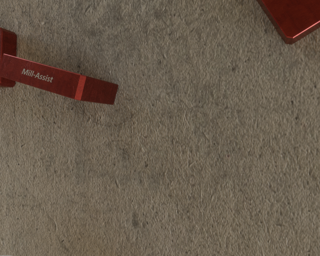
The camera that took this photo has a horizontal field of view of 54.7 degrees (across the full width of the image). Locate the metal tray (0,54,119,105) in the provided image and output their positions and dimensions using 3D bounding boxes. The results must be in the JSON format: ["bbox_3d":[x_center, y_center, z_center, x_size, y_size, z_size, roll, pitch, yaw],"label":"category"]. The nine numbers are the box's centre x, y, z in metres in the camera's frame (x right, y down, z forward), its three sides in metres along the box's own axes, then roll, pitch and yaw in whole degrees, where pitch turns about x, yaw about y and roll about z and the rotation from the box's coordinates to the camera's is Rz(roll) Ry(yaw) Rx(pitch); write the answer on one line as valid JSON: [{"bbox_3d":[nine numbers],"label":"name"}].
[{"bbox_3d":[-0.135,-0.065,0.421,0.130,0.090,0.030,17,96,19],"label":"metal tray"}]

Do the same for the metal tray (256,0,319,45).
[{"bbox_3d":[0.179,-0.167,0.343,0.130,0.030,0.090,-32,80,17],"label":"metal tray"}]

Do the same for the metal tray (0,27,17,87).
[{"bbox_3d":[-0.300,-0.113,0.512,0.130,0.030,0.089,2,91,19],"label":"metal tray"}]
